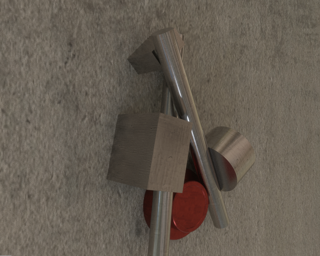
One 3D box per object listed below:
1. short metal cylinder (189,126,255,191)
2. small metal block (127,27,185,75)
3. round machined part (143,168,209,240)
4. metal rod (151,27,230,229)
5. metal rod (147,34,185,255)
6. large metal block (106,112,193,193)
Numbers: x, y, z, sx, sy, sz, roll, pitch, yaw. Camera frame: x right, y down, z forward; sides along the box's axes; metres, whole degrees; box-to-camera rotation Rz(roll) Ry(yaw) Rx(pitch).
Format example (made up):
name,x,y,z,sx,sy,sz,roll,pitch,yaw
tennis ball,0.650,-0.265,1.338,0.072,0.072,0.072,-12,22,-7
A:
name,x,y,z,sx,sy,sz,roll,pitch,yaw
short metal cylinder,0.089,0.044,0.448,0.050,0.080,0.080,-40,115,-33
small metal block,-0.005,-0.095,0.387,0.050,0.050,0.025,-52,121,-27
round machined part,0.028,0.103,0.422,0.099,0.042,0.097,0,90,-40
metal rod,0.048,0.020,0.404,0.025,0.025,0.298,-40,123,-33
metal rod,0.009,0.021,0.396,0.025,0.025,0.299,15,74,-39
large metal block,-0.014,0.028,0.361,0.050,0.080,0.080,15,80,-39
